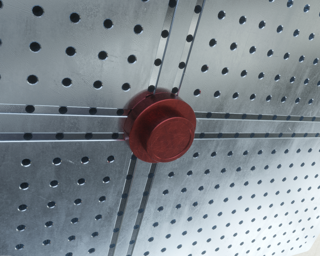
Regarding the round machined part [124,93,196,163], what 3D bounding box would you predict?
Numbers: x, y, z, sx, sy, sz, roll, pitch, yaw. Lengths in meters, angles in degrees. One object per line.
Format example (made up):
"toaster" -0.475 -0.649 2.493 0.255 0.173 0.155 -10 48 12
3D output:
"round machined part" 0.006 0.007 0.409 0.099 0.042 0.097 -14 125 -21
